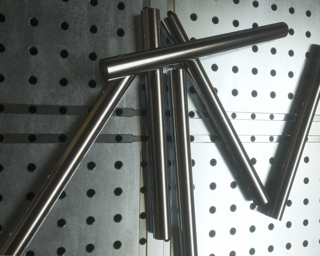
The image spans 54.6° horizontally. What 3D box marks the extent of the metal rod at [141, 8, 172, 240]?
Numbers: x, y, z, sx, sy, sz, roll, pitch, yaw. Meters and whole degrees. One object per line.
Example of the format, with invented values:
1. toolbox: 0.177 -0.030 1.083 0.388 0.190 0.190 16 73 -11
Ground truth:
1. metal rod: -0.005 -0.004 0.410 0.025 0.025 0.298 -4 91 -20

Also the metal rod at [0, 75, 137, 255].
1. metal rod: -0.116 0.051 0.369 0.025 0.025 0.300 34 79 -17

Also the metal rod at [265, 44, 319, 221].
1. metal rod: 0.226 0.000 0.495 0.025 0.025 0.299 23 82 -19

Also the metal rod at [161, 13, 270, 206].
1. metal rod: 0.082 -0.019 0.442 0.025 0.025 0.299 -32 101 -17

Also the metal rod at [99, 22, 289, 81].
1. metal rod: 0.064 -0.108 0.411 0.302 0.025 0.025 -19 97 -28

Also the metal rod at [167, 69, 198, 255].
1. metal rod: 0.033 0.071 0.424 0.025 0.025 0.298 -5 92 -20
